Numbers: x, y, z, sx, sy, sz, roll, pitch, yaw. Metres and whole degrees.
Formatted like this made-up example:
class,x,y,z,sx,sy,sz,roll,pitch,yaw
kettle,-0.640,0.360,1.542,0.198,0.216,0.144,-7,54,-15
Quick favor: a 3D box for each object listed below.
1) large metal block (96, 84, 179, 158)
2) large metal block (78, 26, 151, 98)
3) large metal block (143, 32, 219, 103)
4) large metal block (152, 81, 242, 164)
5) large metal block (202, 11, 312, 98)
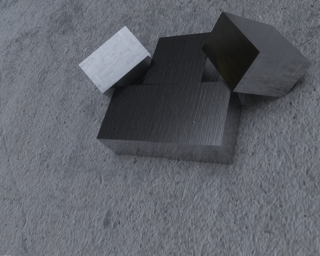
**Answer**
class,x,y,z,sx,sy,sz,roll,pitch,yaw
large metal block,-0.024,-0.009,0.405,0.080,0.050,0.080,2,62,28
large metal block,-0.058,-0.088,0.443,0.080,0.080,0.050,-40,86,1
large metal block,0.034,-0.078,0.419,0.080,0.050,0.080,3,63,29
large metal block,0.046,-0.007,0.366,0.080,0.050,0.080,2,62,28
large metal block,0.108,-0.083,0.356,0.050,0.081,0.080,-61,39,38
